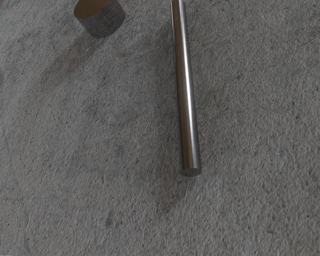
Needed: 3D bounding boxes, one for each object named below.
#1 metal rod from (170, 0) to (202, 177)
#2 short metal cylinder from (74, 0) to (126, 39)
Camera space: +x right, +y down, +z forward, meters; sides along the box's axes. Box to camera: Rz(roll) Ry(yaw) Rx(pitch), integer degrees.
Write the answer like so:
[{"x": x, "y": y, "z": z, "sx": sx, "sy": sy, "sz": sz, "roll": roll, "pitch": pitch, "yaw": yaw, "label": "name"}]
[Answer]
[{"x": 0.033, "y": -0.076, "z": 0.433, "sx": 0.025, "sy": 0.025, "sz": 0.299, "roll": -15, "pitch": 56, "yaw": 20, "label": "metal rod"}, {"x": -0.112, "y": -0.215, "z": 0.579, "sx": 0.080, "sy": 0.050, "sz": 0.080, "roll": -13, "pitch": 56, "yaw": 21, "label": "short metal cylinder"}]
